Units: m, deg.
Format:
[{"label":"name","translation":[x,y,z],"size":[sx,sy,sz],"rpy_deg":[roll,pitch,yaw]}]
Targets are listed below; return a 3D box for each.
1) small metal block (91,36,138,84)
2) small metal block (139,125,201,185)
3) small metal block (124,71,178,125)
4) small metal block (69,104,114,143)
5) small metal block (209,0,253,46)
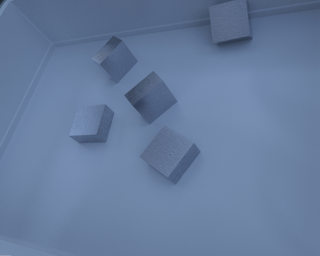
[{"label":"small metal block","translation":[-0.071,-0.108,0.491],"size":[0.050,0.050,0.025],"rpy_deg":[-49,52,-6]},{"label":"small metal block","translation":[0.012,0.032,0.379],"size":[0.050,0.025,0.050],"rpy_deg":[31,79,37]},{"label":"small metal block","translation":[-0.011,-0.040,0.419],"size":[0.050,0.050,0.025],"rpy_deg":[-40,51,1]},{"label":"small metal block","translation":[-0.101,-0.006,0.460],"size":[0.050,0.025,0.050],"rpy_deg":[-3,60,26]},{"label":"small metal block","translation":[0.098,-0.145,0.427],"size":[0.050,0.025,0.050],"rpy_deg":[-6,94,25]}]
